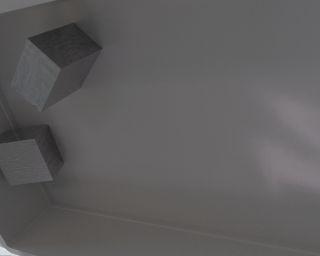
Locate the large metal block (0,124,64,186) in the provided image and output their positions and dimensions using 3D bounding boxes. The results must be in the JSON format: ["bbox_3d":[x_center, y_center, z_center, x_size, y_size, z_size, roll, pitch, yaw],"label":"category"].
[{"bbox_3d":[-0.221,0.046,0.522,0.080,0.050,0.080,-9,116,10],"label":"large metal block"}]

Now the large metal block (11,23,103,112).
[{"bbox_3d":[-0.131,-0.078,0.394,0.050,0.080,0.080,42,129,-1],"label":"large metal block"}]
